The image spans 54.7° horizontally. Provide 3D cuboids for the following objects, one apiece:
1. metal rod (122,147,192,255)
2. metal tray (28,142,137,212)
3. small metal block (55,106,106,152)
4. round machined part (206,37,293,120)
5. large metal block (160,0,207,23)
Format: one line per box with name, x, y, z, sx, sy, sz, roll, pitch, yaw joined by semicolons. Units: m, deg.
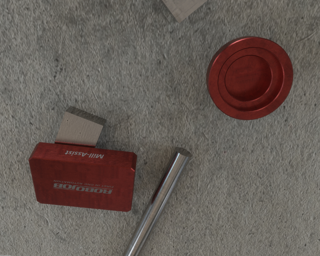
metal rod;-0.027;0.161;0.468;0.025;0.025;0.298;22;108;-8
metal tray;-0.100;0.068;0.417;0.131;0.030;0.089;6;128;-3
small metal block;-0.105;0.005;0.411;0.050;0.025;0.050;22;109;-8
round machined part;0.106;-0.062;0.379;0.099;0.042;0.097;0;110;0
large metal block;0.013;-0.159;0.322;0.050;0.080;0.080;-37;106;12
